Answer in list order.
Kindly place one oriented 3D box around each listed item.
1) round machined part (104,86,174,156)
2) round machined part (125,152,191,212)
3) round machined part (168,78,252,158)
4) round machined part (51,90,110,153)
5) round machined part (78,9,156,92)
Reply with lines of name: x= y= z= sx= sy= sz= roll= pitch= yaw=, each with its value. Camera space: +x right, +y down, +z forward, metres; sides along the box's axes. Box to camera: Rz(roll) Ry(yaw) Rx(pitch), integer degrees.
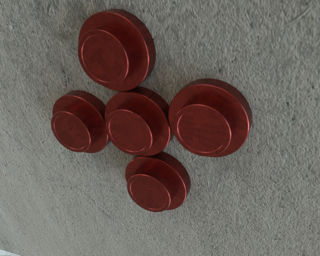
round machined part: x=-0.032 y=-0.003 z=0.411 sx=0.098 sy=0.042 sz=0.097 roll=13 pitch=124 yaw=20
round machined part: x=-0.008 y=0.083 z=0.451 sx=0.098 sy=0.042 sz=0.097 roll=13 pitch=124 yaw=20
round machined part: x=0.054 y=-0.005 z=0.365 sx=0.098 sy=0.042 sz=0.097 roll=13 pitch=124 yaw=20
round machined part: x=-0.119 y=-0.003 z=0.456 sx=0.098 sy=0.042 sz=0.097 roll=13 pitch=124 yaw=20
round machined part: x=-0.058 y=-0.089 z=0.372 sx=0.098 sy=0.042 sz=0.097 roll=13 pitch=124 yaw=20
